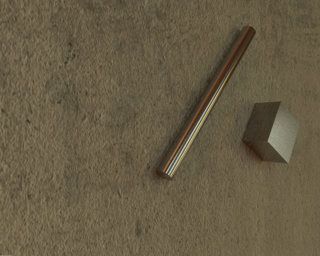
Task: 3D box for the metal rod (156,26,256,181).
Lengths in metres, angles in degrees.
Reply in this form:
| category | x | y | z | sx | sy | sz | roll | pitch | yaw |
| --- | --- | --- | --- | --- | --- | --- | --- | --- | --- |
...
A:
| category | x | y | z | sx | sy | sz | roll | pitch | yaw |
| --- | --- | --- | --- | --- | --- | --- | --- | --- | --- |
| metal rod | 0.080 | -0.052 | 0.473 | 0.025 | 0.025 | 0.300 | 48 | 61 | -30 |

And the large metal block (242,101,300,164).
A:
| category | x | y | z | sx | sy | sz | roll | pitch | yaw |
| --- | --- | --- | --- | --- | --- | --- | --- | --- | --- |
| large metal block | 0.203 | 0.009 | 0.562 | 0.080 | 0.050 | 0.080 | 39 | 66 | -33 |
